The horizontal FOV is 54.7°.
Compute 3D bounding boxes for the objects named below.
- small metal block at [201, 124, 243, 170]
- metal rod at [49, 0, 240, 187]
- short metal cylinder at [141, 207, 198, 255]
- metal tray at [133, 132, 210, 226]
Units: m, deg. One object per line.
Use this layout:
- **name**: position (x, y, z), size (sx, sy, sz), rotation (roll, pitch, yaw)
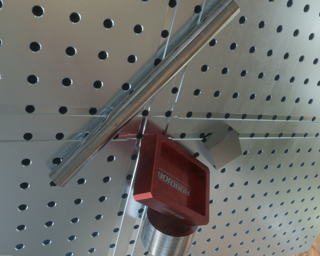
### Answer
- **small metal block**: position (0.098, 0.030, 0.486), size (0.050, 0.025, 0.050), rotation (-31, 129, -9)
- **metal rod**: position (-0.020, -0.041, 0.375), size (0.300, 0.025, 0.025), rotation (-45, 130, 2)
- **short metal cylinder**: position (0.015, 0.155, 0.480), size (0.081, 0.080, 0.050), rotation (-3, 122, -28)
- **metal tray**: position (0.022, 0.075, 0.430), size (0.030, 0.090, 0.130), rotation (-19, 140, 34)
